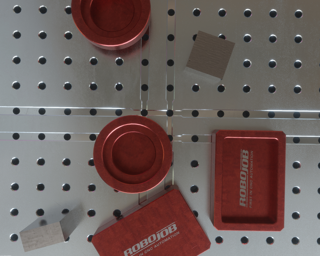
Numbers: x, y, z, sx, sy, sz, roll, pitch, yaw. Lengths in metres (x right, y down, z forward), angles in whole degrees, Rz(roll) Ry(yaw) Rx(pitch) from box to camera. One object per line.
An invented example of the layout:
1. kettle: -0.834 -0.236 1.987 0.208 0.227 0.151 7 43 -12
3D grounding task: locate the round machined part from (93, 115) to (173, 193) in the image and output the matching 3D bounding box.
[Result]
1. round machined part: -0.034 0.032 0.404 0.099 0.042 0.097 0 90 0

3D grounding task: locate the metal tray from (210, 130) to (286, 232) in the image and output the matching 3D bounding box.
1. metal tray: 0.116 0.068 0.411 0.091 0.030 0.129 1 90 0

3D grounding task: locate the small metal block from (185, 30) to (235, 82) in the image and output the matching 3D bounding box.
1. small metal block: 0.066 -0.095 0.414 0.050 0.025 0.050 19 90 0

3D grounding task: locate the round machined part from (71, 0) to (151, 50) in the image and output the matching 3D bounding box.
1. round machined part: -0.061 -0.150 0.404 0.099 0.042 0.097 0 90 0

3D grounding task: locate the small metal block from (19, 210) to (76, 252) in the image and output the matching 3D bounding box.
1. small metal block: -0.143 0.132 0.400 0.050 0.050 0.025 -15 90 0

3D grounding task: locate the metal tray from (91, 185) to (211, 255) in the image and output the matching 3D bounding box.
1. metal tray: -0.011 0.147 0.411 0.130 0.030 0.090 -31 90 0
